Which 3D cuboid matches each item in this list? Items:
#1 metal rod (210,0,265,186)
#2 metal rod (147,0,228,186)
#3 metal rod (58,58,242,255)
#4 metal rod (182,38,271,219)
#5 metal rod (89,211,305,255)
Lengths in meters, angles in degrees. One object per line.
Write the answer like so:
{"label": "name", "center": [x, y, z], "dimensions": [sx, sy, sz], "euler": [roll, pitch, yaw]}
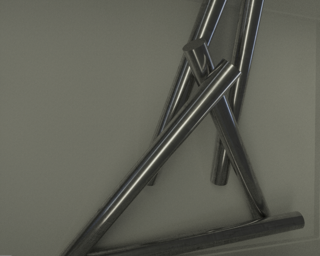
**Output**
{"label": "metal rod", "center": [0.096, -0.059, 0.380], "dimensions": [0.025, 0.025, 0.298], "euler": [-5, 117, -20]}
{"label": "metal rod", "center": [0.032, -0.063, 0.356], "dimensions": [0.025, 0.025, 0.298], "euler": [13, 111, -20]}
{"label": "metal rod", "center": [-0.021, 0.051, 0.340], "dimensions": [0.025, 0.025, 0.299], "euler": [36, 103, -17]}
{"label": "metal rod", "center": [0.096, 0.027, 0.393], "dimensions": [0.025, 0.025, 0.299], "euler": [-39, 123, -16]}
{"label": "metal rod", "center": [0.056, 0.149, 0.414], "dimensions": [0.302, 0.025, 0.025], "euler": [-6, 92, -14]}
